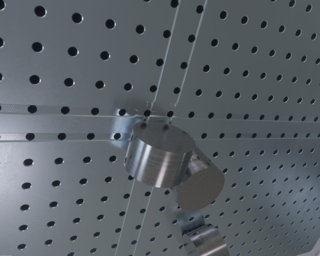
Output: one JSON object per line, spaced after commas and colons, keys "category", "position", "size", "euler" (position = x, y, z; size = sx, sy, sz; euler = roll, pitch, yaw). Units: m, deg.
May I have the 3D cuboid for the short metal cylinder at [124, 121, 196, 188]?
{"category": "short metal cylinder", "position": [-0.001, 0.031, 0.394], "size": [0.081, 0.080, 0.050], "euler": [3, 117, -30]}

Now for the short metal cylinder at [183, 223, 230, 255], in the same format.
{"category": "short metal cylinder", "position": [0.082, 0.220, 0.556], "size": [0.050, 0.080, 0.079], "euler": [-18, 126, -18]}

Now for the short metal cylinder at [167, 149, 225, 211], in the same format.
{"category": "short metal cylinder", "position": [0.050, 0.079, 0.471], "size": [0.081, 0.050, 0.079], "euler": [-14, 125, -21]}
